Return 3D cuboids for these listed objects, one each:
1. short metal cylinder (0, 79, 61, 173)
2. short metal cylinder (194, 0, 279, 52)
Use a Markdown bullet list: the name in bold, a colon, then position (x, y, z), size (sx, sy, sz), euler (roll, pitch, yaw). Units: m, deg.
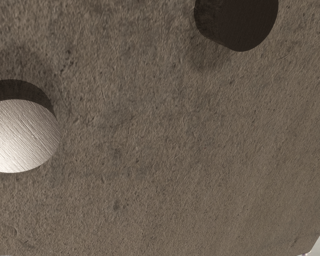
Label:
- **short metal cylinder**: position (-0.146, -0.002, 0.310), size (0.081, 0.050, 0.079), euler (-14, 125, -21)
- **short metal cylinder**: position (0.087, -0.134, 0.357), size (0.081, 0.050, 0.079), euler (-14, 125, -21)
